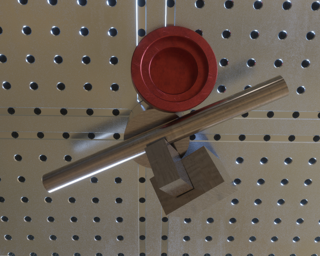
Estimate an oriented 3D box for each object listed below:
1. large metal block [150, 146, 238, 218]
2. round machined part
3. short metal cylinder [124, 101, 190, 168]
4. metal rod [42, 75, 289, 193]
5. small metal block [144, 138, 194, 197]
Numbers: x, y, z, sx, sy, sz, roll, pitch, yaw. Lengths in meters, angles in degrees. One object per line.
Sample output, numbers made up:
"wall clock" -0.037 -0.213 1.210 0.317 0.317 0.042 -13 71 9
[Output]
"large metal block" 0.046 0.074 0.404 0.080 0.050 0.080 -33 152 11
"round machined part" 0.015 -0.066 0.368 0.099 0.042 0.097 0 88 -6
"short metal cylinder" -0.004 0.006 0.401 0.081 0.050 0.079 0 110 -1
"metal rod" 0.000 0.011 0.363 0.301 0.025 0.025 -23 109 7
"small metal block" 0.011 0.046 0.352 0.025 0.050 0.050 -28 150 9
